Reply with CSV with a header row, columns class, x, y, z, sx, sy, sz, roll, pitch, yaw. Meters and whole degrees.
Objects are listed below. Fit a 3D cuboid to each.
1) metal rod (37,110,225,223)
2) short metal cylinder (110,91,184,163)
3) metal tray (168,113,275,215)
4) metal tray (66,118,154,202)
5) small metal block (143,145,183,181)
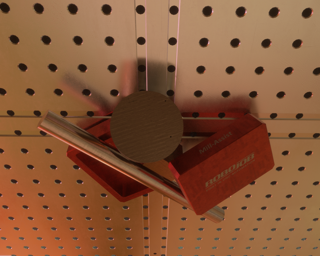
class,x,y,z,sx,sy,sz,roll,pitch,yaw
metal rod,-0.021,0.063,0.421,0.301,0.025,0.025,33,123,-26
short metal cylinder,-0.017,0.001,0.363,0.081,0.080,0.050,6,172,-6
metal tray,0.085,0.050,0.413,0.131,0.030,0.090,-31,128,-6
metal tray,-0.055,0.049,0.444,0.090,0.030,0.130,-25,126,20
small metal block,0.005,0.036,0.421,0.050,0.050,0.025,33,123,-25
